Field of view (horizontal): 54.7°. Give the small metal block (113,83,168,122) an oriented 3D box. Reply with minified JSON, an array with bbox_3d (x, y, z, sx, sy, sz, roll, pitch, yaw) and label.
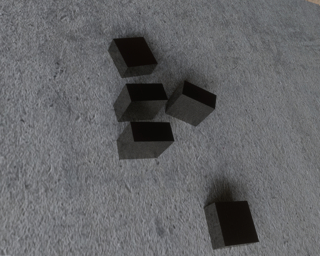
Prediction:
[{"bbox_3d":[-0.026,-0.032,0.393,0.050,0.050,0.025,-5,65,-31],"label":"small metal block"}]

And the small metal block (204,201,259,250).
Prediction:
[{"bbox_3d":[0.086,0.118,0.378,0.050,0.025,0.050,4,60,-26],"label":"small metal block"}]

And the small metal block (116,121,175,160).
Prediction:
[{"bbox_3d":[-0.019,0.016,0.368,0.050,0.050,0.025,1,62,-28],"label":"small metal block"}]

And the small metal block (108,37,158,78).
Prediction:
[{"bbox_3d":[-0.039,-0.102,0.445,0.050,0.025,0.050,-15,70,-34],"label":"small metal block"}]

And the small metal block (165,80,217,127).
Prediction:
[{"bbox_3d":[0.043,-0.033,0.430,0.050,0.050,0.025,23,53,-15],"label":"small metal block"}]
